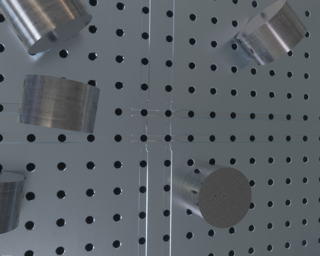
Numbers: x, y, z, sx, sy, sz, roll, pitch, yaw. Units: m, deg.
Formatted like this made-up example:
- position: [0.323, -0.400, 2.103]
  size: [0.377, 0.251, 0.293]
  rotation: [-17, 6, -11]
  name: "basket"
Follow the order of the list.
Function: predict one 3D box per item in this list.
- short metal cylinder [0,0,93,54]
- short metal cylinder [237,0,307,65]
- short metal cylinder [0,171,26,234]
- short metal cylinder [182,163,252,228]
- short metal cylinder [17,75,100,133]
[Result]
- position: [-0.122, -0.124, 0.338]
  size: [0.080, 0.080, 0.050]
  rotation: [-35, 102, -17]
  name: "short metal cylinder"
- position: [0.158, -0.136, 0.441]
  size: [0.050, 0.080, 0.080]
  rotation: [46, 76, -15]
  name: "short metal cylinder"
- position: [-0.184, 0.073, 0.316]
  size: [0.081, 0.080, 0.050]
  rotation: [9, 87, -20]
  name: "short metal cylinder"
- position: [0.078, 0.091, 0.428]
  size: [0.081, 0.050, 0.079]
  rotation: [0, 90, -20]
  name: "short metal cylinder"
- position: [-0.111, -0.024, 0.342]
  size: [0.081, 0.080, 0.050]
  rotation: [9, 87, -20]
  name: "short metal cylinder"
